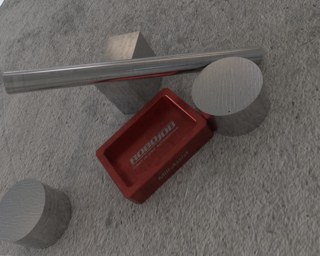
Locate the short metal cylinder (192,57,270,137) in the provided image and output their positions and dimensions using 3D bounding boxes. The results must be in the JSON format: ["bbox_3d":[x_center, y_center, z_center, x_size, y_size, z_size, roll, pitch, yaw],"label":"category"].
[{"bbox_3d":[0.084,-0.037,0.366,0.080,0.050,0.080,-13,56,21],"label":"short metal cylinder"}]

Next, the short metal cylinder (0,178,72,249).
[{"bbox_3d":[-0.165,0.112,0.405,0.080,0.050,0.080,-13,56,21],"label":"short metal cylinder"}]

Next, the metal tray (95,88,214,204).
[{"bbox_3d":[-0.009,0.020,0.393,0.130,0.030,0.090,-43,51,-2],"label":"metal tray"}]

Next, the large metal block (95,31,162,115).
[{"bbox_3d":[-0.040,-0.074,0.435,0.050,0.080,0.080,-2,61,27],"label":"large metal block"}]

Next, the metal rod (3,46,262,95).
[{"bbox_3d":[-0.022,-0.071,0.369,0.302,0.025,0.025,-9,53,-11],"label":"metal rod"}]
